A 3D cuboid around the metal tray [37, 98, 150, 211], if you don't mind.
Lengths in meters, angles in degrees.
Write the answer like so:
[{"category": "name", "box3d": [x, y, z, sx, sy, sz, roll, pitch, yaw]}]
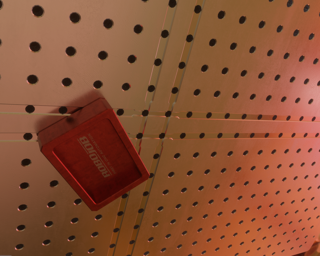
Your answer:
[{"category": "metal tray", "box3d": [-0.077, 0.038, 0.390, 0.090, 0.030, 0.130, -31, 129, -9]}]
